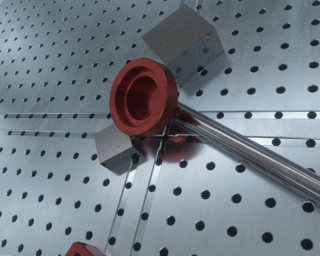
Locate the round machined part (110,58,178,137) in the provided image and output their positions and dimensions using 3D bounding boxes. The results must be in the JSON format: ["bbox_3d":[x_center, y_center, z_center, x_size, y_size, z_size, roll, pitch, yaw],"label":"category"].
[{"bbox_3d":[-0.016,-0.037,0.398,0.098,0.042,0.097,-6,80,39],"label":"round machined part"}]

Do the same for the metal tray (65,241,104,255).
[{"bbox_3d":[-0.092,0.202,0.327,0.090,0.030,0.130,23,74,36],"label":"metal tray"}]

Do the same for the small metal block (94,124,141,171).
[{"bbox_3d":[-0.059,0.022,0.424,0.050,0.025,0.050,-28,52,10],"label":"small metal block"}]

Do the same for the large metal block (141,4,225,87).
[{"bbox_3d":[0.033,-0.120,0.448,0.080,0.050,0.080,-37,51,3],"label":"large metal block"}]

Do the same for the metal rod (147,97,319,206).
[{"bbox_3d":[0.065,0.005,0.370,0.300,0.025,0.025,32,80,37],"label":"metal rod"}]
